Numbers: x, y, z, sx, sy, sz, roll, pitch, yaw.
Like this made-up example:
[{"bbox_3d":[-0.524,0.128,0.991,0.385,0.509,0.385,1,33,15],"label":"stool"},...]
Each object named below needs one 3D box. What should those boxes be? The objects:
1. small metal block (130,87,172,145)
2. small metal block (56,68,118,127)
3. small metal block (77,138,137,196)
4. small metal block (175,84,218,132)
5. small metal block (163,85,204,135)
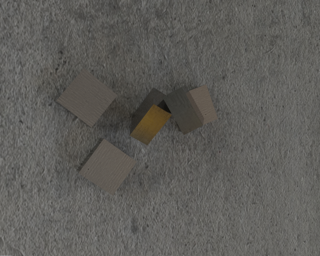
[{"bbox_3d":[-0.012,-0.015,0.381,0.025,0.050,0.050,31,114,-18],"label":"small metal block"},{"bbox_3d":[-0.089,-0.036,0.376,0.050,0.025,0.050,40,77,-16],"label":"small metal block"},{"bbox_3d":[-0.066,0.047,0.385,0.050,0.025,0.050,38,78,-16],"label":"small metal block"},{"bbox_3d":[0.045,-0.027,0.425,0.050,0.025,0.050,-22,98,-19],"label":"small metal block"},{"bbox_3d":[0.030,-0.024,0.378,0.025,0.050,0.050,-28,95,13],"label":"small metal block"}]
